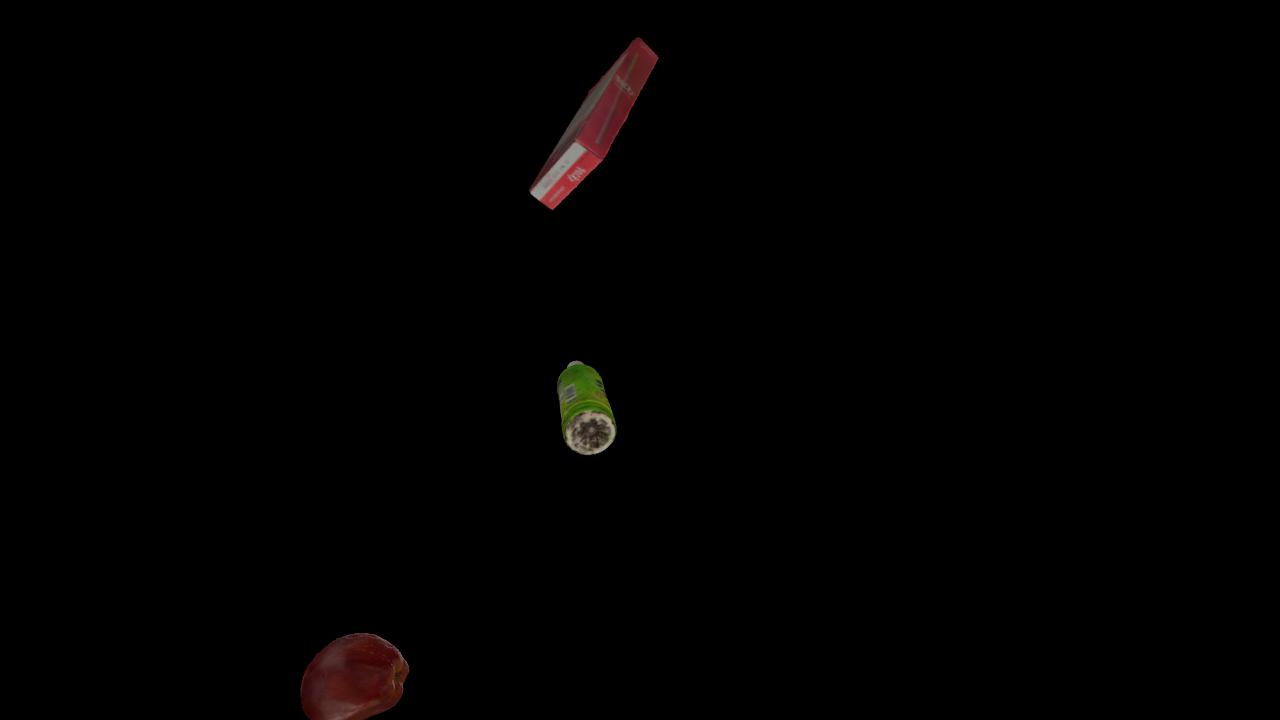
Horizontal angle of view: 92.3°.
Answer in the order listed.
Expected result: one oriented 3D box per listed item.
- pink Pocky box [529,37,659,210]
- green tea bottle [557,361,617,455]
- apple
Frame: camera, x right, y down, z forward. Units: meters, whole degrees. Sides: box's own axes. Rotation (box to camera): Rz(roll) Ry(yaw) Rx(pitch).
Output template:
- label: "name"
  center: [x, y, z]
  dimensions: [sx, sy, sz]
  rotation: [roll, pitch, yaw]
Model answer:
- label: "pink Pocky box"
  center: [-0.039, -0.208, 0.539]
  dimensions: [0.029, 0.155, 0.084]
  rotation: [36, -35, -22]
- label: "green tea bottle"
  center: [-0.082, 0.053, 0.874]
  dimensions: [0.073, 0.073, 0.212]
  rotation: [0, 24, -12]
- label: "apple"
  center: [-0.274, 0.305, 0.590]
  dimensions: [0.093, 0.079, 0.079]
  rotation: [-9, -2, 10]
